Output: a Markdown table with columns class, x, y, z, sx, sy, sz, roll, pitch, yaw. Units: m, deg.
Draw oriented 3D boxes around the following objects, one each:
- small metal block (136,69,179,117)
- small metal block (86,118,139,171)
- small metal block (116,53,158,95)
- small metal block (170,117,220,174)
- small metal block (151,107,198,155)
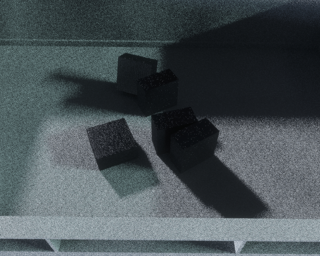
| class | x | y | z | sx | sy | sz | roll | pitch | yaw |
| --- | --- | --- | --- | --- | --- | --- | --- | --- | --- |
| small metal block | -0.003 | -0.048 | 0.429 | 0.050 | 0.050 | 0.025 | -23 | 54 | -18 |
| small metal block | -0.060 | 0.019 | 0.388 | 0.050 | 0.025 | 0.050 | -18 | 52 | -15 |
| small metal block | -0.034 | -0.077 | 0.449 | 0.050 | 0.050 | 0.025 | 16 | 31 | 12 |
| small metal block | 0.040 | 0.022 | 0.371 | 0.050 | 0.050 | 0.025 | -26 | 55 | -20 |
| small metal block | 0.017 | 0.004 | 0.386 | 0.050 | 0.050 | 0.025 | -13 | 51 | -11 |
